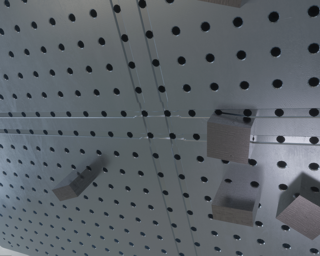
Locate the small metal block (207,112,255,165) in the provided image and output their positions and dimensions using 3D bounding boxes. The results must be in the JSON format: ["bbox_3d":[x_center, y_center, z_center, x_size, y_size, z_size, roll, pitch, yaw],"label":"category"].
[{"bbox_3d":[0.085,0.012,0.374,0.050,0.025,0.050,10,123,23],"label":"small metal block"}]

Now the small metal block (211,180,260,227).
[{"bbox_3d":[0.100,0.096,0.402,0.050,0.050,0.025,4,120,26],"label":"small metal block"}]

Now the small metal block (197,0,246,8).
[{"bbox_3d":[0.059,-0.145,0.291,0.050,0.025,0.050,18,126,17],"label":"small metal block"}]

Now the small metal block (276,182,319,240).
[{"bbox_3d":[0.180,0.102,0.380,0.050,0.025,0.050,31,128,8],"label":"small metal block"}]

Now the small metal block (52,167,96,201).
[{"bbox_3d":[-0.148,0.097,0.534,0.050,0.050,0.025,-20,107,36],"label":"small metal block"}]
